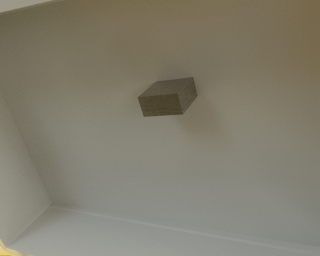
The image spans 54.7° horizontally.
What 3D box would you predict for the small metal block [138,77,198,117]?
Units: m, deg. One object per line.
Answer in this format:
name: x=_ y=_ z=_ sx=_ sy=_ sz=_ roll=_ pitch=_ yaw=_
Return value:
small metal block: x=0.010 y=-0.037 z=0.363 sx=0.050 sy=0.050 sz=0.025 roll=-2 pitch=117 yaw=29
